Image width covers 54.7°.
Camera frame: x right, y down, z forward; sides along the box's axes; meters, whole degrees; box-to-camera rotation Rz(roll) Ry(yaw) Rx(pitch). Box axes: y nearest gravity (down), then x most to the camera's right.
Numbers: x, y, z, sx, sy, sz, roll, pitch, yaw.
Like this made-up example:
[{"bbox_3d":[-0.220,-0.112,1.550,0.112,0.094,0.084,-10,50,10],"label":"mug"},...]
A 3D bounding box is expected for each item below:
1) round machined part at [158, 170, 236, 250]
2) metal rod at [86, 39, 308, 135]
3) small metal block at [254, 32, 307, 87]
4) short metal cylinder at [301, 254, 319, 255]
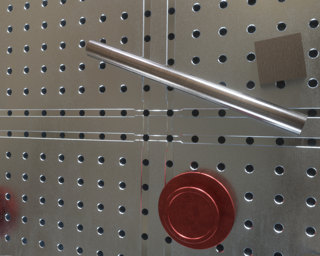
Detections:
[{"bbox_3d":[0.043,0.104,0.388,0.098,0.042,0.097,0,90,20],"label":"round machined part"},{"bbox_3d":[0.032,-0.059,0.401,0.301,0.025,0.025,23,98,18],"label":"metal rod"},{"bbox_3d":[0.140,-0.079,0.363,0.050,0.025,0.050,-7,88,19],"label":"small metal block"},{"bbox_3d":[0.181,0.174,0.319,0.080,0.080,0.050,13,94,19],"label":"short metal cylinder"}]
